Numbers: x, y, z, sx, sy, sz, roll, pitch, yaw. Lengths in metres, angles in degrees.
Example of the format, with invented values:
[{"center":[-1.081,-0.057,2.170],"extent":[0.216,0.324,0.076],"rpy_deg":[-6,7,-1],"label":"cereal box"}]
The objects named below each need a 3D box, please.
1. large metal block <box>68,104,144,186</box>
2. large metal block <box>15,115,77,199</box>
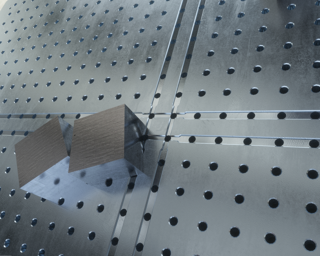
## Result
[{"center":[-0.070,0.024,0.415],"extent":[0.080,0.050,0.080],"rpy_deg":[-16,55,19],"label":"large metal block"},{"center":[-0.157,0.042,0.450],"extent":[0.080,0.050,0.080],"rpy_deg":[-34,51,6],"label":"large metal block"}]
